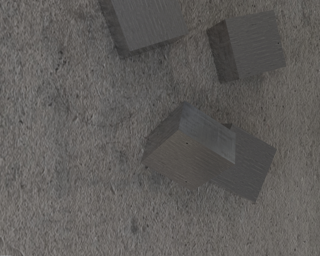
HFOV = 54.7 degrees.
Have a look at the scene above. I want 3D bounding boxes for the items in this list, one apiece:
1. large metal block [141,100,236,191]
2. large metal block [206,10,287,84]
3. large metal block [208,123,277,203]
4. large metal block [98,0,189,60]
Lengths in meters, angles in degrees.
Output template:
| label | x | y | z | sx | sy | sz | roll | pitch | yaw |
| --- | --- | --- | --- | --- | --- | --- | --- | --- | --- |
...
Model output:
| label | x | y | z | sx | sy | sz | roll | pitch | yaw |
| --- | --- | --- | --- | --- | --- | --- | --- | --- | --- |
| large metal block | 0.035 | 0.025 | 0.385 | 0.080 | 0.080 | 0.050 | 31 | 44 | -17 |
| large metal block | 0.122 | -0.114 | 0.440 | 0.081 | 0.050 | 0.080 | -17 | 96 | -19 |
| large metal block | 0.103 | 0.047 | 0.434 | 0.080 | 0.050 | 0.080 | 28 | 81 | -18 |
| large metal block | -0.022 | -0.140 | 0.387 | 0.081 | 0.050 | 0.080 | -23 | 98 | -19 |
